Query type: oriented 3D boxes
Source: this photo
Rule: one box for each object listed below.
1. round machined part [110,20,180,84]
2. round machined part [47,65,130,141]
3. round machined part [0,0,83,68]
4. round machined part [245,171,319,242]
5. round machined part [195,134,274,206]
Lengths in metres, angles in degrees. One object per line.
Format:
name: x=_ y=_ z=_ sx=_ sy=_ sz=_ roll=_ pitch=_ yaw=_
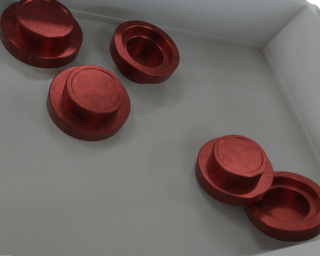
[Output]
round machined part: x=-0.025 y=-0.103 z=0.444 sx=0.099 sy=0.042 sz=0.098 roll=14 pitch=56 yaw=-21
round machined part: x=-0.082 y=-0.037 z=0.373 sx=0.099 sy=0.042 sz=0.098 roll=14 pitch=56 yaw=-21
round machined part: x=-0.147 y=-0.127 z=0.393 sx=0.099 sy=0.042 sz=0.098 roll=14 pitch=56 yaw=-21
round machined part: x=0.159 y=0.104 z=0.396 sx=0.099 sy=0.042 sz=0.098 roll=-6 pitch=34 yaw=4
round machined part: x=0.097 y=0.046 z=0.397 sx=0.099 sy=0.042 sz=0.098 roll=4 pitch=45 yaw=-4
